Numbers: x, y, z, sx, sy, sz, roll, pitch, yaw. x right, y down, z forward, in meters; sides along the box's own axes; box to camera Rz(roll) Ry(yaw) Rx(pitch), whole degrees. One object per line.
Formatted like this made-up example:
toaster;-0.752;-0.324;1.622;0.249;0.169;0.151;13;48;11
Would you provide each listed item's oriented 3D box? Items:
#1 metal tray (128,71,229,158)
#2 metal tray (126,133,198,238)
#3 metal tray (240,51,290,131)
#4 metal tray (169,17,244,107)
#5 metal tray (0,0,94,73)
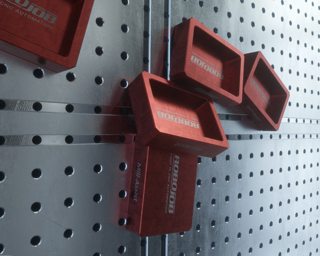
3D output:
metal tray;0.026;-0.014;0.401;0.131;0.030;0.090;14;50;-39
metal tray;0.006;0.072;0.414;0.091;0.030;0.129;9;84;-40
metal tray;0.185;-0.064;0.563;0.130;0.030;0.090;40;66;-33
metal tray;0.075;-0.093;0.463;0.131;0.030;0.090;19;71;-39
metal tray;-0.135;-0.118;0.293;0.131;0.030;0.090;20;77;-39
